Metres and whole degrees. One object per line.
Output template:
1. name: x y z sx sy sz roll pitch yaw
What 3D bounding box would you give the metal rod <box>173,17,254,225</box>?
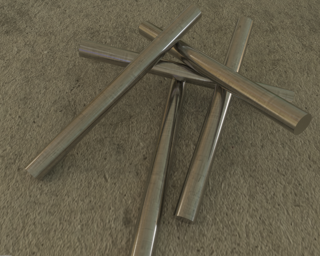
1. metal rod: 0.075 -0.029 0.389 0.025 0.025 0.300 16 63 12

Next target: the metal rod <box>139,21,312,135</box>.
1. metal rod: 0.058 -0.082 0.402 0.025 0.025 0.300 -27 46 -21

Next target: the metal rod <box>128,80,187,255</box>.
1. metal rod: 0.002 0.041 0.368 0.025 0.025 0.300 8 50 7

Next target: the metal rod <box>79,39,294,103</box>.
1. metal rod: 0.038 -0.077 0.436 0.302 0.025 0.025 14 51 -1

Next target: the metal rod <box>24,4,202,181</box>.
1. metal rod: -0.049 -0.054 0.396 0.025 0.025 0.301 35 74 26
